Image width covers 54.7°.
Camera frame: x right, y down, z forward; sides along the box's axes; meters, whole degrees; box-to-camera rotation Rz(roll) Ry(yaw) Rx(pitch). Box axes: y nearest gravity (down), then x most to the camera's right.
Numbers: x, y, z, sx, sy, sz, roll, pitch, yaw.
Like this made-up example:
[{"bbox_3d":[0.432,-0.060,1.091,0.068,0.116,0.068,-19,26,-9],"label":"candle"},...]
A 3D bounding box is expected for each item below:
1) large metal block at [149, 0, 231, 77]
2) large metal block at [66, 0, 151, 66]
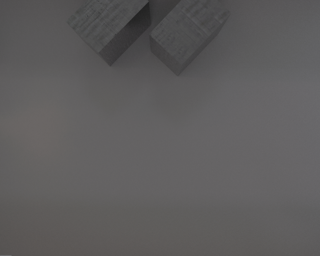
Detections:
[{"bbox_3d":[0.034,-0.116,0.384,0.050,0.080,0.080,43,90,0],"label":"large metal block"},{"bbox_3d":[-0.058,-0.129,0.383,0.050,0.080,0.080,44,90,0],"label":"large metal block"}]
